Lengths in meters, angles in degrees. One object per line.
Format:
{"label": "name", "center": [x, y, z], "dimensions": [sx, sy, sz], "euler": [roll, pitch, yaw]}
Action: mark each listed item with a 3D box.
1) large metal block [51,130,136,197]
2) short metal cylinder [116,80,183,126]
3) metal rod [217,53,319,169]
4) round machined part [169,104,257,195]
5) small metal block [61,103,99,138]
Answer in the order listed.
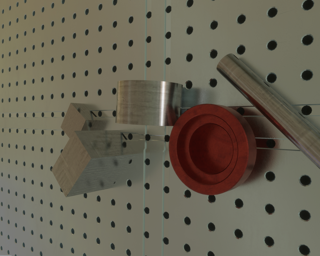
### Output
{"label": "large metal block", "center": [-0.096, 0.049, 0.451], "dimensions": [0.050, 0.081, 0.080], "euler": [51, 120, 27]}
{"label": "short metal cylinder", "center": [-0.013, -0.030, 0.383], "dimensions": [0.080, 0.081, 0.050], "euler": [5, 93, 39]}
{"label": "metal rod", "center": [0.156, 0.031, 0.279], "dimensions": [0.300, 0.025, 0.025], "euler": [52, 120, 27]}
{"label": "round machined part", "center": [0.061, 0.022, 0.346], "dimensions": [0.098, 0.042, 0.097], "euler": [0, 90, 39]}
{"label": "small metal block", "center": [-0.135, -0.007, 0.518], "dimensions": [0.050, 0.025, 0.050], "euler": [43, 116, 31]}
